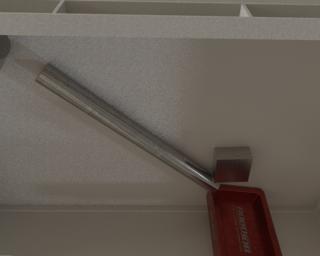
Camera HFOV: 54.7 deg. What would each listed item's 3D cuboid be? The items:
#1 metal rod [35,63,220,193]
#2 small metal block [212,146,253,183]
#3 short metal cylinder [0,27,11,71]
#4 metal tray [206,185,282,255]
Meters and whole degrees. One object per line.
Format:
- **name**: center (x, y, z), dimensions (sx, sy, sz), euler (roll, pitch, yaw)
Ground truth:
- **metal rod**: center (-0.025, 0.014, 0.420), dimensions (0.301, 0.025, 0.025), euler (35, 122, -27)
- **small metal block**: center (0.105, 0.054, 0.457), dimensions (0.050, 0.025, 0.050), euler (-2, 130, 1)
- **short metal cylinder**: center (-0.198, -0.077, 0.305), dimensions (0.080, 0.080, 0.050), euler (30, 124, -23)
- **metal tray**: center (0.124, 0.150, 0.469), dimensions (0.091, 0.130, 0.030), euler (7, 133, -7)
